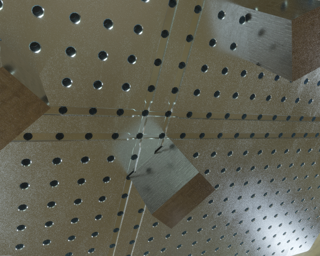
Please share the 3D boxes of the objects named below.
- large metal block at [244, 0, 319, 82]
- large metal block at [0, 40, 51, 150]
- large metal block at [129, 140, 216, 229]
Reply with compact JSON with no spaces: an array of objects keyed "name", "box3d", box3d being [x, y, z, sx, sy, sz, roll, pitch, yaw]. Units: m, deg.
[{"name":"large metal block","box3d":[0.157,-0.116,0.391,0.050,0.080,0.080,-28,128,-11]},{"name":"large metal block","box3d":[-0.153,-0.025,0.277,0.080,0.080,0.050,-41,130,-1]},{"name":"large metal block","box3d":[0.015,0.077,0.433,0.080,0.080,0.050,-42,130,0]}]
